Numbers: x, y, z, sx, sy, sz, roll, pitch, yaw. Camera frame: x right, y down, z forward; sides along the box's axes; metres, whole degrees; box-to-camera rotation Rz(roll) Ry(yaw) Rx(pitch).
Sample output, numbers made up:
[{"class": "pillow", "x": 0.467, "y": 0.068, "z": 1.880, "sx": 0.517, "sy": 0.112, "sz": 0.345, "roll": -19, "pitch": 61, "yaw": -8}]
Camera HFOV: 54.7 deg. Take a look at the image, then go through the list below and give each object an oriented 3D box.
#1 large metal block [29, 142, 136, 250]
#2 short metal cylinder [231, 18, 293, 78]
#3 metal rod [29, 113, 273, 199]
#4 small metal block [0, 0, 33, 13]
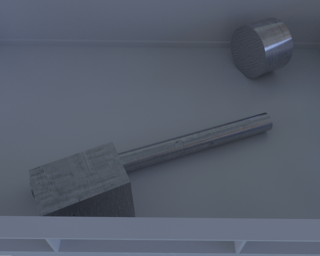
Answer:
[{"class": "large metal block", "x": -0.073, "y": 0.069, "z": 0.311, "sx": 0.081, "sy": 0.080, "sz": 0.050, "roll": -19, "pitch": 53, "yaw": -16}, {"class": "short metal cylinder", "x": 0.154, "y": -0.123, "z": 0.474, "sx": 0.050, "sy": 0.080, "sz": 0.080, "roll": -22, "pitch": 54, "yaw": -17}, {"class": "metal rod", "x": 0.000, "y": 0.029, "z": 0.380, "sx": 0.302, "sy": 0.025, "sz": 0.025, "roll": -15, "pitch": 52, "yaw": -13}, {"class": "small metal block", "x": -0.293, "y": -0.257, "z": 0.620, "sx": 0.050, "sy": 0.025, "sz": 0.050, "roll": 5, "pitch": 50, "yaw": 4}]
